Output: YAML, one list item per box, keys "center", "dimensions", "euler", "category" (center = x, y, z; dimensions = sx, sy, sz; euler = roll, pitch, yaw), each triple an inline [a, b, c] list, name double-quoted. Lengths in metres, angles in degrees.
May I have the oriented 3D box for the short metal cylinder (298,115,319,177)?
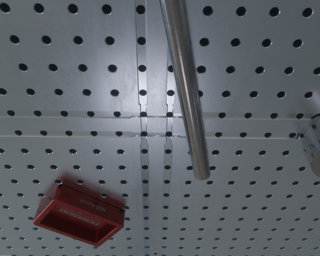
- center: [0.237, 0.024, 0.418]
  dimensions: [0.081, 0.050, 0.079]
  euler: [0, 130, 0]
  category: "short metal cylinder"

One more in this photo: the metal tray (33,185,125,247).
- center: [-0.139, 0.156, 0.539]
  dimensions: [0.131, 0.030, 0.090]
  euler: [30, 124, -24]
  category: "metal tray"

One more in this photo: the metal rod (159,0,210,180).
- center: [0.034, -0.041, 0.376]
  dimensions: [0.025, 0.025, 0.298]
  euler: [-9, 130, 7]
  category: "metal rod"
